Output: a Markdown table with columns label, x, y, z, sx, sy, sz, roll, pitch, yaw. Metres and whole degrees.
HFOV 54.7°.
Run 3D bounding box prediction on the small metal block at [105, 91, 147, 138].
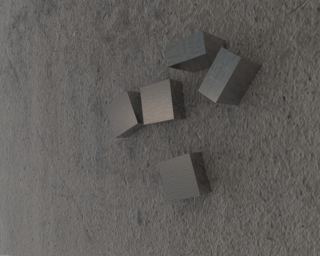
| label | x | y | z | sx | sy | sz | roll | pitch | yaw |
| --- | --- | --- | --- | --- | --- | --- | --- | --- | --- |
| small metal block | -0.047 | -0.018 | 0.444 | 0.050 | 0.025 | 0.050 | -31 | 71 | 35 |

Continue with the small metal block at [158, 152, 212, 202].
| label | x | y | z | sx | sy | sz | roll | pitch | yaw |
| --- | --- | --- | --- | --- | --- | --- | --- | --- | --- |
| small metal block | 0.030 | 0.060 | 0.381 | 0.050 | 0.025 | 0.050 | -22 | 76 | 38 |

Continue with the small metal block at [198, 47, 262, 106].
| label | x | y | z | sx | sy | sz | roll | pitch | yaw |
| --- | --- | --- | --- | --- | --- | --- | --- | --- | --- |
| small metal block | 0.074 | -0.053 | 0.327 | 0.025 | 0.050 | 0.050 | 41 | 115 | 32 |

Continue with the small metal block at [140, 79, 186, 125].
| label | x | y | z | sx | sy | sz | roll | pitch | yaw |
| --- | --- | --- | --- | --- | --- | --- | --- | --- | --- |
| small metal block | 0.003 | -0.032 | 0.402 | 0.050 | 0.025 | 0.050 | -10 | 83 | 39 |

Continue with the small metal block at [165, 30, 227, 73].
| label | x | y | z | sx | sy | sz | roll | pitch | yaw |
| --- | --- | --- | --- | --- | --- | --- | --- | --- | --- |
| small metal block | 0.043 | -0.085 | 0.354 | 0.050 | 0.050 | 0.025 | -11 | 83 | 39 |
